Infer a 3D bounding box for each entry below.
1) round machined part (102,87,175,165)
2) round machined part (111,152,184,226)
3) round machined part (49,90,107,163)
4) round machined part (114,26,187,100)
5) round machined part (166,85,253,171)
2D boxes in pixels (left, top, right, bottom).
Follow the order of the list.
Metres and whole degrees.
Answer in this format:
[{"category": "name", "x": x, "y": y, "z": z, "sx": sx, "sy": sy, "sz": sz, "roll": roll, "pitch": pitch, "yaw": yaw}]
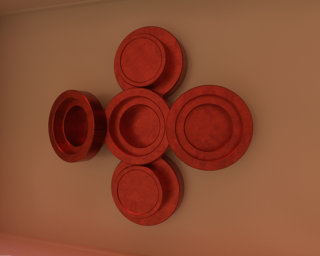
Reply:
[{"category": "round machined part", "x": -0.023, "y": -0.002, "z": 0.407, "sx": 0.098, "sy": 0.042, "sz": 0.097, "roll": 0, "pitch": 90, "yaw": 20}, {"category": "round machined part", "x": -0.021, "y": 0.080, "z": 0.407, "sx": 0.098, "sy": 0.042, "sz": 0.097, "roll": 0, "pitch": 90, "yaw": 20}, {"category": "round machined part", "x": -0.108, "y": -0.002, "z": 0.429, "sx": 0.098, "sy": 0.042, "sz": 0.097, "roll": 0, "pitch": 90, "yaw": 37}, {"category": "round machined part", "x": -0.017, "y": -0.085, "z": 0.406, "sx": 0.098, "sy": 0.042, "sz": 0.097, "roll": 0, "pitch": 90, "yaw": 20}, {"category": "round machined part", "x": 0.057, "y": 0.000, "z": 0.371, "sx": 0.099, "sy": 0.042, "sz": 0.097, "roll": 0, "pitch": 90, "yaw": 3}]
